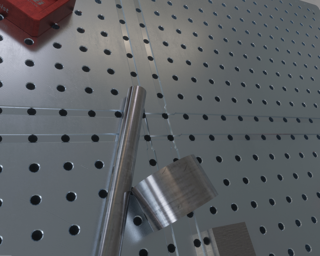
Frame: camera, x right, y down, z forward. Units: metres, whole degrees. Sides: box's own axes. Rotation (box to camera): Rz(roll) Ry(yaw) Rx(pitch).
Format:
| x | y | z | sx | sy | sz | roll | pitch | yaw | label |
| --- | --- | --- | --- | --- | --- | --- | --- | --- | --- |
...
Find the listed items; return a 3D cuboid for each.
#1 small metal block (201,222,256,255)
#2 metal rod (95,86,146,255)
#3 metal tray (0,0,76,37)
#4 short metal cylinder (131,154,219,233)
| x | y | z | sx | sy | sz | roll | pitch | yaw | label |
| --- | --- | --- | --- | --- | --- | --- | --- | --- | --- |
| 0.082 | 0.142 | 0.366 | 0.050 | 0.025 | 0.050 | 0 | 62 | -28 | small metal block |
| -0.045 | 0.074 | 0.338 | 0.025 | 0.025 | 0.300 | 19 | 54 | -18 | metal rod |
| -0.192 | -0.191 | 0.417 | 0.130 | 0.030 | 0.090 | 35 | 51 | -5 | metal tray |
| 0.016 | 0.071 | 0.338 | 0.081 | 0.080 | 0.050 | -20 | 73 | -36 | short metal cylinder |
